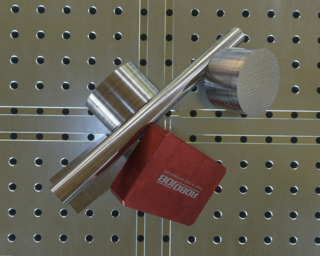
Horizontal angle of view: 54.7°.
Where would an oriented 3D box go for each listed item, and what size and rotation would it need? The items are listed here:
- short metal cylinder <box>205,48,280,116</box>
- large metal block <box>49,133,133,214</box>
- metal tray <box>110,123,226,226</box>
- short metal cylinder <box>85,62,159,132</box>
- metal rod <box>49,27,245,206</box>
[{"bbox_3d":[0.102,-0.058,0.382,0.081,0.050,0.079,-11,109,-35],"label":"short metal cylinder"},{"bbox_3d":[-0.076,0.051,0.384,0.080,0.080,0.050,-39,90,0],"label":"large metal block"},{"bbox_3d":[0.016,0.061,0.371,0.130,0.030,0.090,32,90,-42],"label":"metal tray"},{"bbox_3d":[-0.045,-0.036,0.385,0.080,0.080,0.050,-43,91,0],"label":"short metal cylinder"},{"bbox_3d":[0.001,-0.028,0.360,0.025,0.025,0.301,47,68,0],"label":"metal rod"}]
